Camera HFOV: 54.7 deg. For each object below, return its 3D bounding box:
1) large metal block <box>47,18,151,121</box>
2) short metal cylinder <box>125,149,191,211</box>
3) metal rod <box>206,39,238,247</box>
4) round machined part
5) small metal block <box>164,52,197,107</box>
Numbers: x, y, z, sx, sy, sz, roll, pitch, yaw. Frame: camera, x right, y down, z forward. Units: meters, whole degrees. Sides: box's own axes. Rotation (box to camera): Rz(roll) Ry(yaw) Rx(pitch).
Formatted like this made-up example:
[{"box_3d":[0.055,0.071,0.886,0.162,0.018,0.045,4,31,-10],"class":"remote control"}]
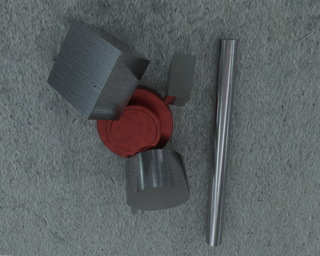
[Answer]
[{"box_3d":[-0.071,-0.064,0.351,0.080,0.050,0.080,39,109,26],"class":"large metal block"},{"box_3d":[-0.004,0.069,0.402,0.081,0.050,0.080,-5,146,-3],"class":"short metal cylinder"},{"box_3d":[0.082,0.033,0.423,0.025,0.025,0.298,0,110,0],"class":"metal rod"},{"box_3d":[-0.032,-0.003,0.399,0.099,0.042,0.097,0,110,-1],"class":"round machined part"},{"box_3d":[0.023,-0.056,0.367,0.025,0.050,0.050,9,83,-4],"class":"small metal block"}]
